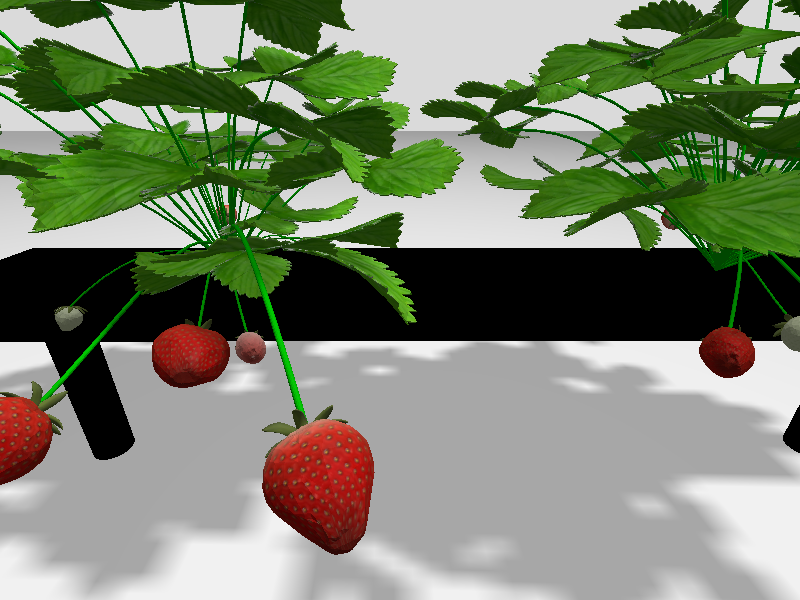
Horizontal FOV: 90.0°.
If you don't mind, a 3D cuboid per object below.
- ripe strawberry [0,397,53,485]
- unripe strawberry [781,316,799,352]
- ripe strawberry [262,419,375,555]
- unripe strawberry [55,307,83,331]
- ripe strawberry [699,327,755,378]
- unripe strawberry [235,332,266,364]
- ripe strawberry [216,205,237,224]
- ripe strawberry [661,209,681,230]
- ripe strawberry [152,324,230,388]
[{"bbox_3d":[-0.156,0.056,0.152,0.034,0.035,0.036,0,25,0],"label":"ripe strawberry"},{"bbox_3d":[0.245,0.022,0.241,0.022,0.023,0.023,8,27,18],"label":"unripe strawberry"},{"bbox_3d":[-0.025,0.063,0.134,0.037,0.039,0.041,-12,39,-24],"label":"ripe strawberry"},{"bbox_3d":[-0.222,0.013,0.268,0.016,0.016,0.014,14,1,28],"label":"unripe strawberry"},{"bbox_3d":[0.176,0.029,0.216,0.024,0.027,0.026,17,30,32],"label":"ripe strawberry"},{"bbox_3d":[-0.085,0.028,0.228,0.016,0.019,0.018,-11,27,-22],"label":"unripe strawberry"},{"bbox_3d":[-0.228,-0.112,0.523,0.029,0.025,0.029,-10,26,-21],"label":"ripe strawberry"},{"bbox_3d":[0.346,-0.107,0.502,0.030,0.034,0.033,8,25,17],"label":"ripe strawberry"},{"bbox_3d":[-0.109,0.030,0.207,0.037,0.032,0.037,-6,26,-14],"label":"ripe strawberry"}]
